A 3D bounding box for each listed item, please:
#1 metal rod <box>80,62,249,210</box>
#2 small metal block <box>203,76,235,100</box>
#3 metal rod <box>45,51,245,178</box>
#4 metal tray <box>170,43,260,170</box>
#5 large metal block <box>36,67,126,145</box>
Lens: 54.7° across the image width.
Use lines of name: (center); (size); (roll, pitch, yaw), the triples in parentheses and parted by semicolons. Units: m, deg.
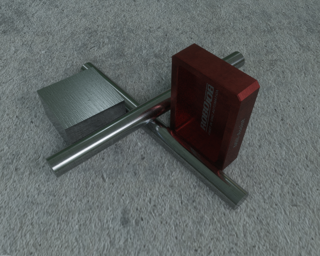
metal rod: (-0.012, -0.005, 0.409); (0.025, 0.025, 0.300); (-35, 58, -26)
small metal block: (0.083, -0.054, 0.451); (0.050, 0.025, 0.050); (-29, 56, -22)
metal rod: (-0.001, -0.029, 0.396); (0.302, 0.025, 0.025); (-32, 57, -25)
metal tray: (0.054, -0.019, 0.352); (0.030, 0.129, 0.090); (-36, 59, -25)
large metal block: (-0.100, -0.025, 0.407); (0.081, 0.050, 0.080); (-30, 56, -23)
